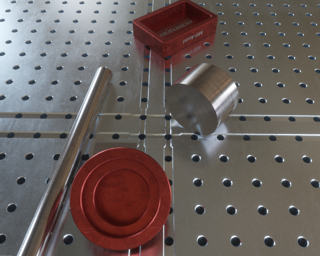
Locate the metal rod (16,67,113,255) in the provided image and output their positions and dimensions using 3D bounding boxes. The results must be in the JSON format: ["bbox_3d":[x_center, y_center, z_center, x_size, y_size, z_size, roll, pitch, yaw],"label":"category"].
[{"bbox_3d":[-0.107,0.030,0.381,0.025,0.025,0.300,7,50,5],"label":"metal rod"}]

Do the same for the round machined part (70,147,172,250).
[{"bbox_3d":[-0.038,0.071,0.319,0.099,0.042,0.098,0,79,-1],"label":"round machined part"}]

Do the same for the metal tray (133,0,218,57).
[{"bbox_3d":[0.028,-0.184,0.559,0.131,0.030,0.090,-33,58,-25],"label":"metal tray"}]

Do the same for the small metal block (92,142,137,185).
[{"bbox_3d":[-0.053,0.045,0.369,0.050,0.025,0.050,1,50,0],"label":"small metal block"}]

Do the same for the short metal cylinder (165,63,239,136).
[{"bbox_3d":[0.054,-0.037,0.404,0.080,0.080,0.050,32,57,23],"label":"short metal cylinder"}]
